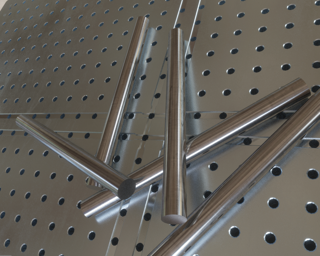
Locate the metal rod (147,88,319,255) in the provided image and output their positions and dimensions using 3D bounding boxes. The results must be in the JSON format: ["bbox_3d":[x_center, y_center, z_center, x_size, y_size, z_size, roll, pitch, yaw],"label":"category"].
[{"bbox_3d":[0.074,0.068,0.328,0.300,0.025,0.025,-44,51,-2],"label":"metal rod"}]

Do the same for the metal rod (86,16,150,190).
[{"bbox_3d":[-0.057,-0.053,0.471,0.025,0.025,0.300,-3,60,27],"label":"metal rod"}]

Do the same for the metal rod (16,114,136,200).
[{"bbox_3d":[-0.138,0.027,0.442,0.300,0.025,0.025,21,73,43],"label":"metal rod"}]

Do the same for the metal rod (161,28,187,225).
[{"bbox_3d":[0.020,-0.029,0.392,0.025,0.025,0.300,-14,48,20],"label":"metal rod"}]

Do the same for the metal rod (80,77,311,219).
[{"bbox_3d":[0.035,0.029,0.372,0.300,0.025,0.025,-30,52,8],"label":"metal rod"}]
